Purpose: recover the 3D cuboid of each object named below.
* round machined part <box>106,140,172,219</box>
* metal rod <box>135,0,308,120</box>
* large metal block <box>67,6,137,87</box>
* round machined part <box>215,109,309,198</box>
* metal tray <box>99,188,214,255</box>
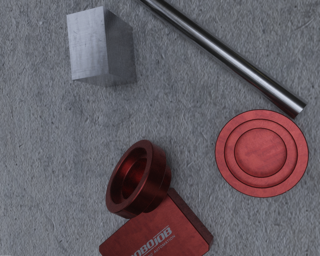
[{"bbox_3d":[-0.023,0.067,0.388,0.042,0.098,0.098,32,104,-25],"label":"round machined part"},{"bbox_3d":[0.051,-0.115,0.390,0.300,0.025,0.025,41,103,15],"label":"metal rod"},{"bbox_3d":[-0.073,-0.100,0.404,0.050,0.080,0.080,-6,88,20],"label":"large metal block"},{"bbox_3d":[0.116,0.028,0.359,0.098,0.042,0.097,0,90,19],"label":"round machined part"},{"bbox_3d":[-0.007,0.153,0.408,0.130,0.030,0.090,-44,77,14],"label":"metal tray"}]
